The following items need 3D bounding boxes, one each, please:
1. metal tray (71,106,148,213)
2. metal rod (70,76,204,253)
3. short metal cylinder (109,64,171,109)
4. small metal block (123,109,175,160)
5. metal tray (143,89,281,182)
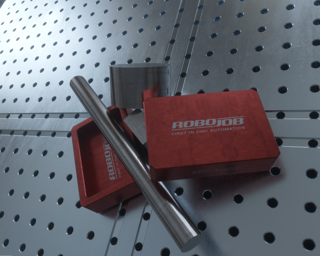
[{"bbox_3d":[-0.067,0.035,0.414,0.090,0.030,0.130,-28,52,10],"label":"metal tray"},{"bbox_3d":[-0.048,0.019,0.378,0.025,0.025,0.300,-41,51,0],"label":"metal rod"},{"bbox_3d":[-0.026,-0.058,0.409,0.080,0.081,0.050,9,108,32],"label":"short metal cylinder"},{"bbox_3d":[-0.013,0.008,0.388,0.025,0.050,0.050,-42,51,0],"label":"small metal block"},{"bbox_3d":[0.051,0.006,0.337,0.131,0.030,0.090,-5,56,-4],"label":"metal tray"}]
